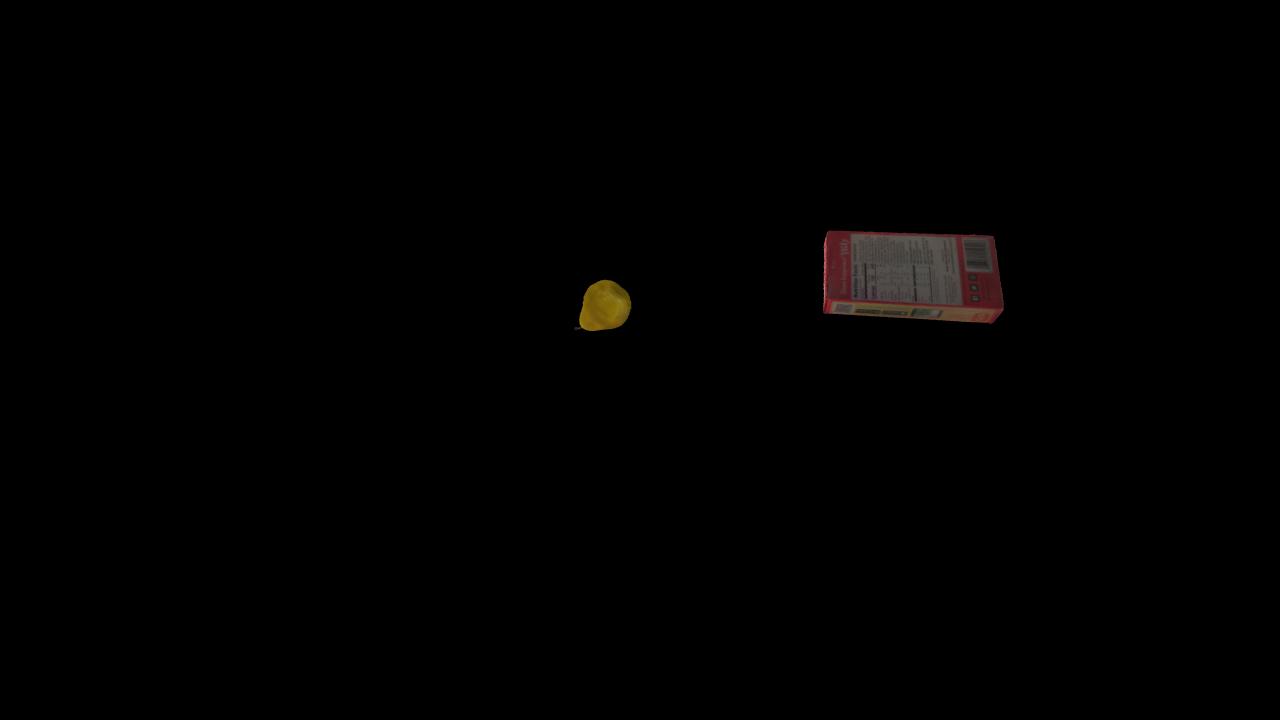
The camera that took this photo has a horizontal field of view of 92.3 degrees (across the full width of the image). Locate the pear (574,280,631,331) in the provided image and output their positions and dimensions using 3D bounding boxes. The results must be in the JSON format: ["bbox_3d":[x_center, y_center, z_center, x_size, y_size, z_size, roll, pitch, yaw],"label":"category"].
[{"bbox_3d":[-0.066,-0.073,1.000,0.080,0.080,0.111,0,-42,-49],"label":"pear"}]

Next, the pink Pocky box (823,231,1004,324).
[{"bbox_3d":[0.255,-0.081,0.588,0.155,0.084,0.029,4,-27,10],"label":"pink Pocky box"}]
